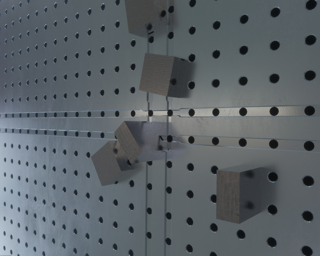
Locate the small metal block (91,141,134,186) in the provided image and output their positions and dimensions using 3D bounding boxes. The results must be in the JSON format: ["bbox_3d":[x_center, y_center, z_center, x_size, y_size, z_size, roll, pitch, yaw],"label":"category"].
[{"bbox_3d":[-0.073,0.053,0.471,0.050,0.025,0.050,-39,66,33],"label":"small metal block"}]

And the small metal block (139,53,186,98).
[{"bbox_3d":[0.003,-0.069,0.408,0.050,0.025,0.050,18,101,38],"label":"small metal block"}]

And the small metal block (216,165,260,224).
[{"bbox_3d":[0.083,0.067,0.325,0.025,0.050,0.050,1,91,40],"label":"small metal block"}]

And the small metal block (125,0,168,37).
[{"bbox_3d":[-0.020,-0.161,0.427,0.050,0.025,0.050,-13,82,39],"label":"small metal block"}]

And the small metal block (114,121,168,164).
[{"bbox_3d":[-0.025,0.018,0.415,0.025,0.050,0.050,-47,62,30],"label":"small metal block"}]
